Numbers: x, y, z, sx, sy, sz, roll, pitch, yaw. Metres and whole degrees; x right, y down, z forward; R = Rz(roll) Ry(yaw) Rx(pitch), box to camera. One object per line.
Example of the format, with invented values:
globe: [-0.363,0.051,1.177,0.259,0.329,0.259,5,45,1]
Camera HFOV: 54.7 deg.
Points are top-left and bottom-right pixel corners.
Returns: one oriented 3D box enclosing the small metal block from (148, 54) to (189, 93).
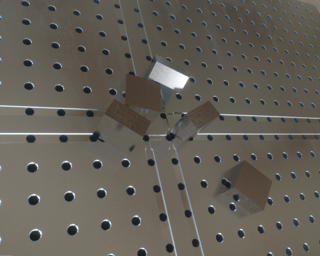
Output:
small metal block: [0.011,-0.080,0.450,0.050,0.025,0.050,24,21,-14]

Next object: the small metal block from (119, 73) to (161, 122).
small metal block: [-0.027,-0.041,0.420,0.050,0.025,0.050,12,57,-22]

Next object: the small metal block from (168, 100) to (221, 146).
small metal block: [0.046,-0.006,0.423,0.050,0.050,0.025,-30,79,-38]

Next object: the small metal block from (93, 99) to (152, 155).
small metal block: [-0.046,0.000,0.368,0.050,0.050,0.025,31,52,-9]

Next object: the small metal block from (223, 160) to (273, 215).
small metal block: [0.121,0.081,0.426,0.050,0.025,0.050,38,51,-4]
